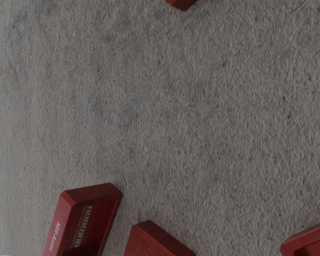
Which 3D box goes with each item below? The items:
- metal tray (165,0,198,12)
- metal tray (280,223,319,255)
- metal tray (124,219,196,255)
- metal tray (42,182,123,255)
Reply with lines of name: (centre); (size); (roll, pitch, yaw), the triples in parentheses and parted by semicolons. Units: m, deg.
metal tray: (0.049, -0.214, 0.361); (0.130, 0.030, 0.090); (-32, 70, 35)
metal tray: (0.180, 0.111, 0.252); (0.129, 0.030, 0.090); (-42, 65, 32)
metal tray: (-0.012, 0.202, 0.412); (0.090, 0.030, 0.129); (26, 106, 37)
metal tray: (-0.114, 0.148, 0.457); (0.030, 0.091, 0.129); (32, 110, 35)
